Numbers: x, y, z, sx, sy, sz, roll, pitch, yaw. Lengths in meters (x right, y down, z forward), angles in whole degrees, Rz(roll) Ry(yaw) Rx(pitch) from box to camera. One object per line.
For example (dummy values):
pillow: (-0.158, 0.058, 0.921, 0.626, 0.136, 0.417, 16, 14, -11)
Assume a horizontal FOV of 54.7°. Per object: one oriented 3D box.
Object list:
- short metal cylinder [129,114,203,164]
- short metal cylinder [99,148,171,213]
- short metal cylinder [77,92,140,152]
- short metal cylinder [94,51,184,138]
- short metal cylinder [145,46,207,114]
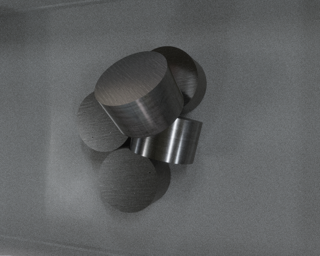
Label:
short metal cylinder: (0.007, 0.009, 0.377, 0.080, 0.080, 0.050, 14, 95, 19)
short metal cylinder: (-0.032, 0.065, 0.405, 0.080, 0.050, 0.079, 0, 90, 19)
short metal cylinder: (-0.063, -0.010, 0.416, 0.080, 0.050, 0.079, 0, 90, 19)
short metal cylinder: (-0.021, -0.036, 0.327, 0.080, 0.050, 0.080, -15, 45, 16)
short metal cylinder: (0.014, -0.057, 0.390, 0.080, 0.050, 0.079, 0, 90, 19)
